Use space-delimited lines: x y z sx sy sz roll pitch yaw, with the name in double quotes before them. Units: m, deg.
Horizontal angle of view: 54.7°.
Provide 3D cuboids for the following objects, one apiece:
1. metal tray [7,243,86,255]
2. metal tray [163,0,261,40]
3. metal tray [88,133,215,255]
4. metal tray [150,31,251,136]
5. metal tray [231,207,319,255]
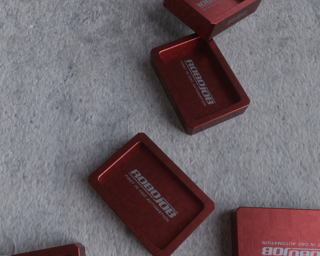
"metal tray" -0.146 0.183 0.336 0.131 0.030 0.090 -9 70 -4
"metal tray" 0.080 -0.190 0.456 0.090 0.030 0.131 44 59 14
"metal tray" -0.011 0.080 0.375 0.090 0.030 0.130 -42 76 -14
"metal tray" 0.052 -0.065 0.429 0.091 0.030 0.130 -23 72 -9
"metal tray" 0.151 0.140 0.356 0.131 0.030 0.090 2 70 0
